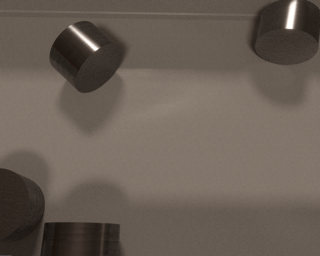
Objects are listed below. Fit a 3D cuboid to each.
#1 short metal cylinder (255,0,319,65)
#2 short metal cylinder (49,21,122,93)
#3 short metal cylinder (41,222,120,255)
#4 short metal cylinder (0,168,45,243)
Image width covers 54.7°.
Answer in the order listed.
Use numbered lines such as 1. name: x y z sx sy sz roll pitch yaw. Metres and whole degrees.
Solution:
1. short metal cylinder: 0.178 -0.131 0.431 0.080 0.080 0.050 14 71 5
2. short metal cylinder: -0.097 -0.094 0.413 0.050 0.080 0.080 42 75 13
3. short metal cylinder: -0.085 0.129 0.332 0.081 0.080 0.050 1 70 0
4. short metal cylinder: -0.183 0.091 0.361 0.081 0.050 0.080 0 70 0
